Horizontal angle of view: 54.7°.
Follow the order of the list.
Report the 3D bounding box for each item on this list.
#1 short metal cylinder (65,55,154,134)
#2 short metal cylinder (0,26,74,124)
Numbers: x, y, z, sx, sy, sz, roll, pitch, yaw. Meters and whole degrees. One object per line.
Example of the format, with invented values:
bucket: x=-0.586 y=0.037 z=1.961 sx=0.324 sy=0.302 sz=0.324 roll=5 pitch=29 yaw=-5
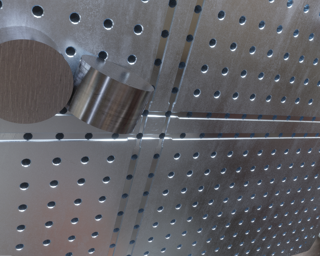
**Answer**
short metal cylinder: x=-0.053 y=-0.036 z=0.325 sx=0.081 sy=0.080 sz=0.050 roll=16 pitch=110 yaw=-35
short metal cylinder: x=-0.128 y=-0.051 z=0.294 sx=0.081 sy=0.050 sz=0.079 roll=-14 pitch=124 yaw=-21
